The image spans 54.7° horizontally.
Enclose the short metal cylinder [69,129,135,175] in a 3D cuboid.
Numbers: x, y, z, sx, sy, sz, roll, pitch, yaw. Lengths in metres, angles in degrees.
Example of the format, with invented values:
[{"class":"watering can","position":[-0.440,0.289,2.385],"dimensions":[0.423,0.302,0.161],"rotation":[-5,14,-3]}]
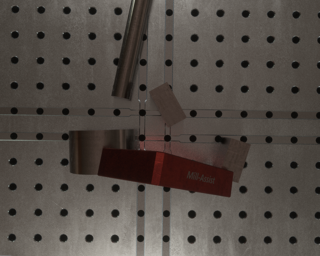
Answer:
[{"class":"short metal cylinder","position":[-0.071,0.027,0.385],"dimensions":[0.081,0.080,0.050],"rotation":[-1,90,-1]}]

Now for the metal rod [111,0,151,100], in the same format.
[{"class":"metal rod","position":[-0.022,-0.186,0.412],"dimensions":[0.025,0.025,0.298],"rotation":[12,90,-1]}]

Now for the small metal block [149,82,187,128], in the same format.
[{"class":"small metal block","position":[0.010,-0.029,0.401],"dimensions":[0.025,0.050,0.050],"rotation":[-29,90,0]}]

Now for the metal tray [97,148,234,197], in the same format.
[{"class":"metal tray","position":[0.010,0.051,0.345],"dimensions":[0.131,0.090,0.030],"rotation":[20,75,-44]}]

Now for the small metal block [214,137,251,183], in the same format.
[{"class":"small metal block","position":[0.091,0.040,0.402],"dimensions":[0.025,0.050,0.050],"rotation":[18,90,-1]}]
